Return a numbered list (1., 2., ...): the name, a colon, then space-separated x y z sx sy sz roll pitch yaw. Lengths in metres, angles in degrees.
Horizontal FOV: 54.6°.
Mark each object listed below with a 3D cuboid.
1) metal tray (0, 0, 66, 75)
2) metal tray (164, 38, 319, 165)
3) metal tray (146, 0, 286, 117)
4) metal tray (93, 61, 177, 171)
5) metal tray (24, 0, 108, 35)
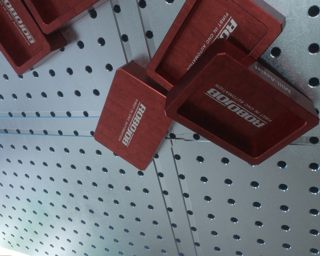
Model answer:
1. metal tray: -0.199 -0.148 0.422 0.090 0.030 0.130 -21 108 36
2. metal tray: 0.082 -0.020 0.320 0.131 0.030 0.090 29 129 -19
3. metal tray: 0.053 -0.084 0.328 0.090 0.030 0.129 38 129 2
4. metal tray: -0.031 -0.012 0.418 0.090 0.030 0.129 33 129 6
5. metal tray: -0.108 -0.176 0.356 0.130 0.030 0.090 -16 110 34
